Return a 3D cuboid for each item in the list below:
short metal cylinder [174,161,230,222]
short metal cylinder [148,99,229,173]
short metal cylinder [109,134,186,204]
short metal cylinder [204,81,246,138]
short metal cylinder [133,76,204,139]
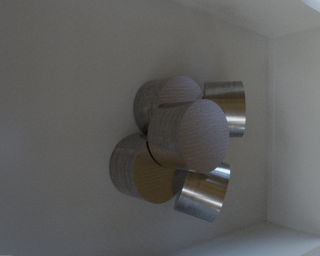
[{"bbox_3d":[0.054,0.077,0.408,0.050,0.080,0.080,18,75,3],"label":"short metal cylinder"},{"bbox_3d":[0.033,0.009,0.351,0.081,0.050,0.079,0,90,-40],"label":"short metal cylinder"},{"bbox_3d":[-0.014,0.048,0.379,0.081,0.050,0.079,0,90,-40],"label":"short metal cylinder"},{"bbox_3d":[0.089,-0.026,0.438,0.080,0.050,0.079,-3,92,-84],"label":"short metal cylinder"},{"bbox_3d":[0.013,-0.025,0.401,0.081,0.050,0.079,0,90,-40],"label":"short metal cylinder"}]
